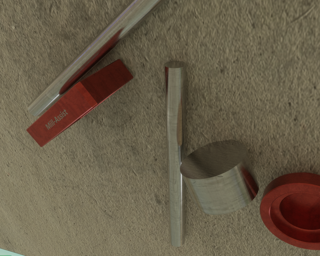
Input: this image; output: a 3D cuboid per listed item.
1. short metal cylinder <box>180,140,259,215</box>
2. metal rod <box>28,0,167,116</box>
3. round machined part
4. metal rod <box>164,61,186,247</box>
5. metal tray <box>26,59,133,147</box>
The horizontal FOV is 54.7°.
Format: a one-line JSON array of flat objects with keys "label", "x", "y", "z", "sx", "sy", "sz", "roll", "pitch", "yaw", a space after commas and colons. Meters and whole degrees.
[{"label": "short metal cylinder", "x": 0.071, "y": 0.057, "z": 0.369, "sx": 0.080, "sy": 0.080, "sz": 0.050, "roll": -11, "pitch": 113, "yaw": 33}, {"label": "metal rod", "x": -0.094, "y": -0.089, "z": 0.401, "sx": 0.299, "sy": 0.025, "sz": 0.025, "roll": -30, "pitch": 102, "yaw": 37}, {"label": "round machined part", "x": 0.171, "y": 0.091, "z": 0.362, "sx": 0.098, "sy": 0.042, "sz": 0.097, "roll": 13, "pitch": 124, "yaw": 21}, {"label": "metal rod", "x": 0.023, "y": 0.055, "z": 0.429, "sx": 0.025, "sy": 0.025, "sz": 0.298, "roll": 11, "pitch": 123, "yaw": 22}, {"label": "metal tray", "x": -0.104, "y": -0.031, "z": 0.400, "sx": 0.130, "sy": 0.090, "sz": 0.030, "roll": -30, "pitch": 102, "yaw": 37}]
